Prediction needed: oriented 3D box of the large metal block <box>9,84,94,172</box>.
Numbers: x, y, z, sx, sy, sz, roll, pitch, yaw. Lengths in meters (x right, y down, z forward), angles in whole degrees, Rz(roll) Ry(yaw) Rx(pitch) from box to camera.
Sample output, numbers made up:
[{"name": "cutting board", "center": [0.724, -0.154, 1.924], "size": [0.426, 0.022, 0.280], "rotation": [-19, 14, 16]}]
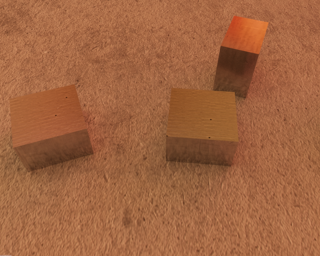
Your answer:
[{"name": "large metal block", "center": [-0.135, -0.002, 0.387], "size": [0.081, 0.050, 0.080], "rotation": [-15, 52, -13]}]

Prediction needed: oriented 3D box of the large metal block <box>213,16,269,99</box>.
[{"name": "large metal block", "center": [0.118, -0.104, 0.456], "size": [0.050, 0.080, 0.080], "rotation": [17, 52, 13]}]

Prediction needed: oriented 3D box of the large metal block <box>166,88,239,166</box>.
[{"name": "large metal block", "center": [0.051, -0.002, 0.389], "size": [0.080, 0.050, 0.080], "rotation": [4, 50, 3]}]
